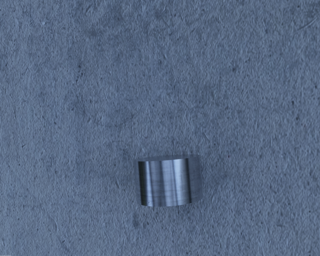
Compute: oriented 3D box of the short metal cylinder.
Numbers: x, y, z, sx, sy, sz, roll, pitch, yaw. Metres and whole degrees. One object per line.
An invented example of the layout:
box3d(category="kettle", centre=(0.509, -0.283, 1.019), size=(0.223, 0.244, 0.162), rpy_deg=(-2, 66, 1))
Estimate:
box3d(category="short metal cylinder", centre=(0.010, 0.061, 0.377), size=(0.080, 0.080, 0.050), rpy_deg=(-5, 89, 20))
